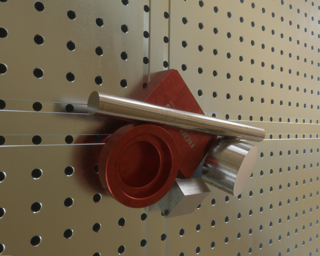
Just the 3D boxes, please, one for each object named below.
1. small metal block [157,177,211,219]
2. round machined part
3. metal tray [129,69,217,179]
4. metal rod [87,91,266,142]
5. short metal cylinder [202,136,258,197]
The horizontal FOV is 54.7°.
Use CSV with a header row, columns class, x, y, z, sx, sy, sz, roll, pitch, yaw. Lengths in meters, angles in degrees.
class,x,y,z,sx,sy,sz,roll,pitch,yaw
small metal block,0.032,0.094,0.421,0.050,0.025,0.050,3,131,-41
round machined part,-0.028,0.042,0.370,0.099,0.042,0.097,-5,99,-34
metal tray,0.020,-0.004,0.426,0.090,0.030,0.130,-51,120,-28
metal rod,0.047,-0.007,0.410,0.302,0.025,0.025,9,84,-40
short metal cylinder,0.105,0.055,0.464,0.081,0.050,0.079,-36,137,-43
